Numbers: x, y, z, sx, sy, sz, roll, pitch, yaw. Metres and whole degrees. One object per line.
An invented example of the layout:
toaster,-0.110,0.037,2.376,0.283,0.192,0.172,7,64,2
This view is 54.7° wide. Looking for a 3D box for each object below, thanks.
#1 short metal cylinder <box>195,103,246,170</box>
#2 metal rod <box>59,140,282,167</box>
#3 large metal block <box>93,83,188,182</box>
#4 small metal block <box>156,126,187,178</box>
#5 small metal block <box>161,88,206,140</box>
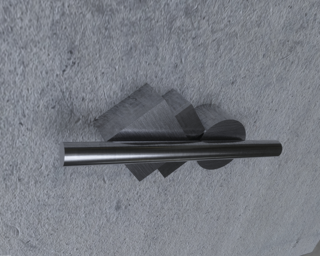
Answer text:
short metal cylinder,0.073,0.012,0.438,0.081,0.050,0.079,-14,124,-21
metal rod,0.036,0.028,0.378,0.303,0.025,0.025,1,118,-29
large metal block,-0.020,0.006,0.383,0.080,0.050,0.080,-36,129,-4
small metal block,0.010,0.031,0.418,0.050,0.050,0.025,-36,130,-4
small metal block,0.027,-0.017,0.397,0.025,0.050,0.050,-37,130,-4
